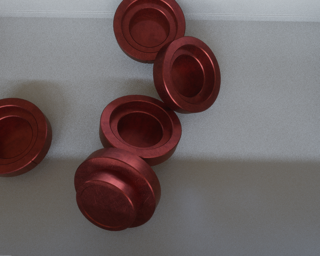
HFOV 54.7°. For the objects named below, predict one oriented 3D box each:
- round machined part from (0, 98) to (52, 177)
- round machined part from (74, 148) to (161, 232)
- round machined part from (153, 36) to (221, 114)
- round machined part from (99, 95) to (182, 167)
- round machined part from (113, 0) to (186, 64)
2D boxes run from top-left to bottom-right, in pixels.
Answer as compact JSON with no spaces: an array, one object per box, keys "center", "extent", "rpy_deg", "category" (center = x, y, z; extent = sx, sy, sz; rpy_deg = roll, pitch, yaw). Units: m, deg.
[{"center":[-0.186,0.014,0.393],"extent":[0.099,0.042,0.098],"rpy_deg":[0,70,-1],"category":"round machined part"},{"center":[-0.052,0.074,0.342],"extent":[0.098,0.097,0.042],"rpy_deg":[23,31,7],"category":"round machined part"},{"center":[0.031,-0.067,0.409],"extent":[0.099,0.042,0.097],"rpy_deg":[2,86,-36],"category":"round machined part"},{"center":[-0.026,0.008,0.386],"extent":[0.099,0.042,0.098],"rpy_deg":[8,49,-9],"category":"round machined part"},{"center":[-0.015,-0.140,0.441],"extent":[0.099,0.042,0.097],"rpy_deg":[0,90,-3],"category":"round machined part"}]
